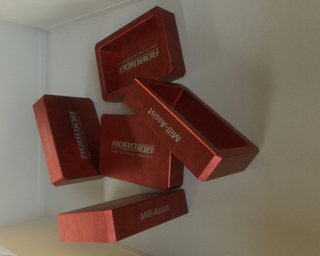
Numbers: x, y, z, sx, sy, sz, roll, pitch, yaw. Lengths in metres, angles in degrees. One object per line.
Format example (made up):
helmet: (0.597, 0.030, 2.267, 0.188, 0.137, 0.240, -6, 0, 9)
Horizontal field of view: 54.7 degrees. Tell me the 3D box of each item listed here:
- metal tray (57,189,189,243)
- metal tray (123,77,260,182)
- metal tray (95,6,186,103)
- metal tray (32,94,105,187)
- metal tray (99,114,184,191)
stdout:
metal tray: (-0.039, 0.101, 0.365, 0.090, 0.131, 0.030, -16, 81, 38)
metal tray: (0.033, -0.004, 0.333, 0.130, 0.091, 0.030, 45, 118, 30)
metal tray: (-0.032, -0.095, 0.426, 0.130, 0.030, 0.090, -17, 79, 38)
metal tray: (-0.129, 0.016, 0.466, 0.030, 0.091, 0.129, -30, 72, 35)
metal tray: (-0.028, 0.028, 0.421, 0.130, 0.030, 0.089, 5, 93, 39)
